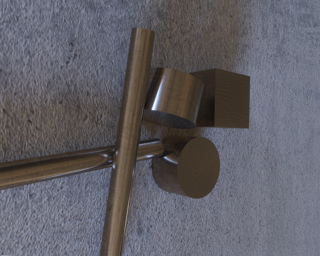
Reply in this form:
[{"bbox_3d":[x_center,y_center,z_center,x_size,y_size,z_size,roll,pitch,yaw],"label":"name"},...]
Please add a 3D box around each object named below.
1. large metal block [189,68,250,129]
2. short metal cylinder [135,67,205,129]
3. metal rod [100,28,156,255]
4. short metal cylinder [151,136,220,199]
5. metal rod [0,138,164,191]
[{"bbox_3d":[0.089,-0.040,0.463,0.081,0.050,0.080,2,89,-40],"label":"large metal block"},{"bbox_3d":[0.009,-0.034,0.377,0.080,0.080,0.050,21,77,-38],"label":"short metal cylinder"},{"bbox_3d":[-0.040,0.045,0.339,0.025,0.025,0.298,4,97,-40],"label":"metal rod"},{"bbox_3d":[0.036,0.051,0.418,0.081,0.050,0.079,0,90,-40],"label":"short metal cylinder"},{"bbox_3d":[-0.119,0.041,0.305,0.302,0.025,0.025,-8,95,-40],"label":"metal rod"}]
